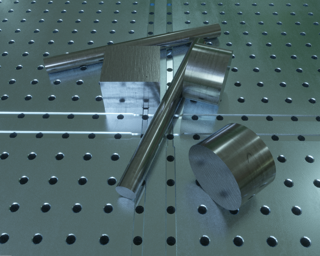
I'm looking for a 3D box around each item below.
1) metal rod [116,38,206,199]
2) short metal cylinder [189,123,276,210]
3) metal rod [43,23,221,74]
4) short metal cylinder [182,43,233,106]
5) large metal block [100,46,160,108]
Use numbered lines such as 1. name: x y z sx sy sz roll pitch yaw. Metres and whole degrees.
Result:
1. metal rod: 0.014 -0.035 0.437 0.025 0.025 0.301 16 52 13
2. short metal cylinder: 0.076 0.041 0.338 0.050 0.080 0.080 -30 56 -22
3. metal rod: -0.038 -0.137 0.521 0.302 0.025 0.025 -15 52 -13
4. short metal cylinder: 0.067 -0.075 0.435 0.050 0.080 0.080 15 52 12
5. large metal block: -0.040 -0.076 0.455 0.081 0.050 0.080 0 50 0
